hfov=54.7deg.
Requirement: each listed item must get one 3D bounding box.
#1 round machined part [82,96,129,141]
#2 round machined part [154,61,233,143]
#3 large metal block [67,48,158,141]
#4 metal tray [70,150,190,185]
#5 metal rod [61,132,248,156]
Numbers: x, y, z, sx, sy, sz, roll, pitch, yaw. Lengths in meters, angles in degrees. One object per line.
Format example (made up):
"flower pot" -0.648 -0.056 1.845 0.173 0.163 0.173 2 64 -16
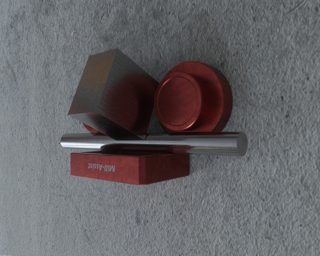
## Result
"round machined part" -0.081 -0.027 0.458 0.098 0.042 0.097 0 90 39
"round machined part" 0.032 -0.031 0.366 0.098 0.042 0.097 0 90 39
"large metal block" -0.052 -0.037 0.377 0.050 0.080 0.080 -3 65 39
"metal tray" -0.040 0.046 0.394 0.130 0.091 0.030 -1 89 39
"metal rod" -0.033 0.019 0.405 0.300 0.025 0.025 -1 89 39
